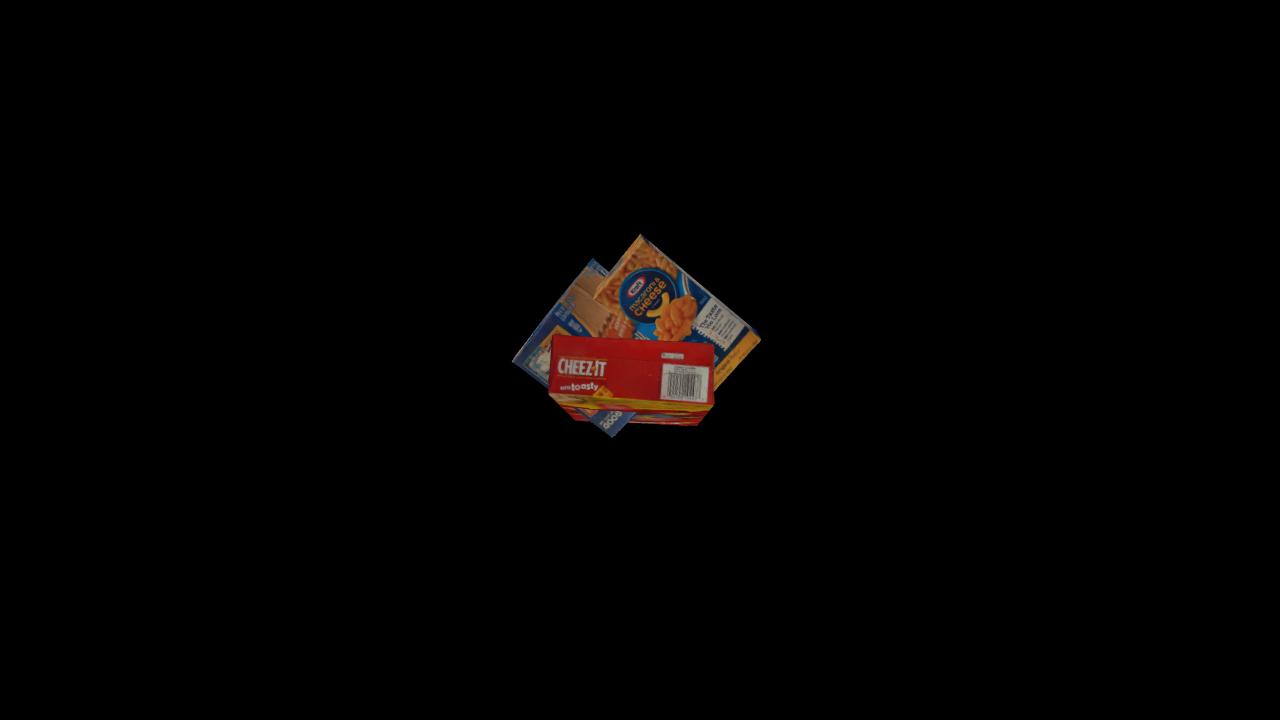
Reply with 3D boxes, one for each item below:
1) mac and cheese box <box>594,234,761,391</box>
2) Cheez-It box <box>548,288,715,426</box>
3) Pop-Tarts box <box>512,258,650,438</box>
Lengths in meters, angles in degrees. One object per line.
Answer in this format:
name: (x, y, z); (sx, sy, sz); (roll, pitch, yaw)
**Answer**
mac and cheese box: (0.043, -0.051, 0.715); (0.184, 0.093, 0.041); (37, 16, -16)
Cheez-It box: (-0.005, 0.031, 0.706); (0.166, 0.071, 0.223); (3, -12, 2)
Pop-Tarts box: (-0.044, -0.020, 0.715); (0.083, 0.141, 0.167); (-46, 11, 30)
